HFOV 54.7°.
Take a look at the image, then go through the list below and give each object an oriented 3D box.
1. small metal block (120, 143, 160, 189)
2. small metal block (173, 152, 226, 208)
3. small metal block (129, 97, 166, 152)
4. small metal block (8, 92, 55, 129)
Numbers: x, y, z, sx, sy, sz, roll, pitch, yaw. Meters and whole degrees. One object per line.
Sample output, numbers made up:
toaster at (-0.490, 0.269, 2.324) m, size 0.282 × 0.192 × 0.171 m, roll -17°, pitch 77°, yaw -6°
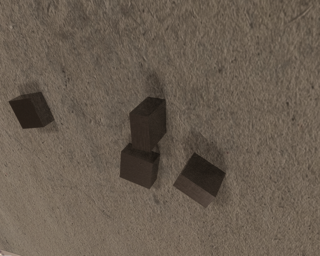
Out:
small metal block at (-0.030, 0.056, 0.456) m, size 0.050 × 0.025 × 0.050 m, roll 19°, pitch 126°, yaw 16°
small metal block at (0.052, 0.067, 0.404) m, size 0.050 × 0.050 × 0.025 m, roll 34°, pitch 129°, yaw 5°
small metal block at (-0.014, -0.006, 0.393) m, size 0.025 × 0.050 × 0.050 m, roll 12°, pitch 123°, yaw 22°
small metal block at (-0.205, -0.028, 0.495) m, size 0.050 × 0.025 × 0.050 m, roll -4°, pitch 117°, yaw 29°
